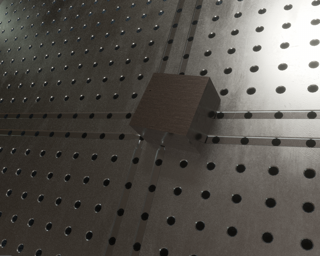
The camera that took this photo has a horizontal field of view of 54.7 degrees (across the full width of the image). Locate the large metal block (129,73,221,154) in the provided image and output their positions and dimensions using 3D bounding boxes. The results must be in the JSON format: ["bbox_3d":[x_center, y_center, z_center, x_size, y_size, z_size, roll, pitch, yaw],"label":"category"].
[{"bbox_3d":[0.021,-0.021,0.393,0.080,0.050,0.080,11,67,32],"label":"large metal block"}]
